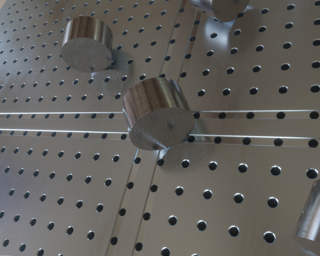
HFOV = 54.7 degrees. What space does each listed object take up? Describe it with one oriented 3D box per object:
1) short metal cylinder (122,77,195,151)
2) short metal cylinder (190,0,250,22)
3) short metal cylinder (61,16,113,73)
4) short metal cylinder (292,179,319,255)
[{"bbox_3d":[-0.003,-0.016,0.384,0.080,0.080,0.050,-27,52,11],"label":"short metal cylinder"},{"bbox_3d":[0.089,-0.201,0.450,0.080,0.080,0.050,-45,51,-3],"label":"short metal cylinder"},{"bbox_3d":[-0.121,-0.139,0.522,0.080,0.080,0.050,-15,56,20],"label":"short metal cylinder"},{"bbox_3d":[0.153,0.082,0.242,0.080,0.080,0.050,19,72,35],"label":"short metal cylinder"}]
